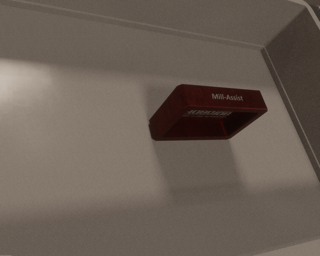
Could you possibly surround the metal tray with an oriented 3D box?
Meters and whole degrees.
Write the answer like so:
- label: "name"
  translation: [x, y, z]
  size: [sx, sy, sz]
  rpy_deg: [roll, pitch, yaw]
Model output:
- label: "metal tray"
  translation: [0.063, -0.016, 0.409]
  size: [0.131, 0.090, 0.030]
  rpy_deg: [0, 62, -29]
